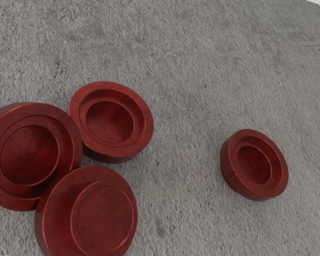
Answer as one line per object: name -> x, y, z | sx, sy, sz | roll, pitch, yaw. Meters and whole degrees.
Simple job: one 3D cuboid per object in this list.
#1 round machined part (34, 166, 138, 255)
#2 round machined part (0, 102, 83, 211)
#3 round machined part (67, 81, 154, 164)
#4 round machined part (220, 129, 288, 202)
round machined part -> -0.060, 0.084, 0.289 | 0.099, 0.042, 0.098 | 12, 71, -39
round machined part -> -0.125, 0.024, 0.290 | 0.099, 0.042, 0.097 | -12, 105, -50
round machined part -> -0.060, -0.003, 0.362 | 0.099, 0.042, 0.098 | 14, 56, -21
round machined part -> 0.123, 0.054, 0.426 | 0.099, 0.042, 0.098 | 14, 56, -21
